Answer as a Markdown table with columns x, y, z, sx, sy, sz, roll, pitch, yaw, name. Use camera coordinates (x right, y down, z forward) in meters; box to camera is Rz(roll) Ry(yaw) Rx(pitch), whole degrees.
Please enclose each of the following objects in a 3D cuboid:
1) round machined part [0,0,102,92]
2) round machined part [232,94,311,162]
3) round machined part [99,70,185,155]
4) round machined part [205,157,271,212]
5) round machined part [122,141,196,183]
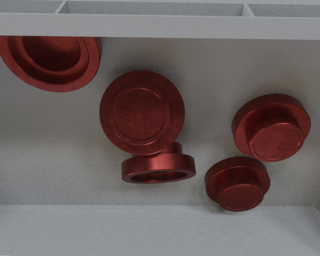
| x | y | z | sx | sy | sz | roll | pitch | yaw | name |
| --- | --- | --- | --- | --- | --- | --- | --- | --- | --- |
| -0.109 | -0.088 | 0.320 | 0.099 | 0.042 | 0.097 | -1 | 134 | 0 | round machined part |
| 0.147 | 0.007 | 0.405 | 0.099 | 0.042 | 0.097 | 0 | 130 | 0 | round machined part |
| -0.021 | -0.017 | 0.353 | 0.099 | 0.042 | 0.097 | 0 | 96 | 3 | round machined part |
| 0.121 | 0.092 | 0.478 | 0.099 | 0.042 | 0.097 | 0 | 130 | 0 | round machined part |
| -0.003 | 0.046 | 0.419 | 0.099 | 0.042 | 0.098 | -4 | 161 | -1 | round machined part |
